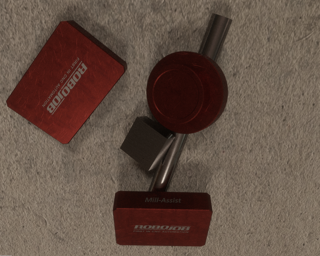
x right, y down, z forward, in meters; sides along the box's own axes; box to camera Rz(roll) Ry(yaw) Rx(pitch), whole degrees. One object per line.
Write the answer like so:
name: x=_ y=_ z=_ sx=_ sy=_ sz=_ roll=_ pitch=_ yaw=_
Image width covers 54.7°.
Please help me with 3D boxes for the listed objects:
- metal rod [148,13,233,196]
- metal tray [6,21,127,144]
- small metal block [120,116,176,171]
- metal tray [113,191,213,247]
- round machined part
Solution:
metal rod: x=0.027 y=0.003 z=0.411 sx=0.025 sy=0.025 sz=0.298 roll=17 pitch=109 yaw=-7
metal tray: x=-0.115 y=-0.055 z=0.385 sx=0.090 sy=0.030 sz=0.130 roll=38 pitch=105 yaw=-13
small metal block: x=-0.017 y=0.019 z=0.405 sx=0.050 sy=0.025 sz=0.050 roll=36 pitch=108 yaw=19
metal tray: x=0.003 y=0.131 z=0.441 sx=0.131 sy=0.030 sz=0.089 roll=1 pitch=129 yaw=-1
round machined part: x=0.026 y=-0.041 z=0.364 sx=0.098 sy=0.042 sz=0.097 roll=5 pitch=102 yaw=26
